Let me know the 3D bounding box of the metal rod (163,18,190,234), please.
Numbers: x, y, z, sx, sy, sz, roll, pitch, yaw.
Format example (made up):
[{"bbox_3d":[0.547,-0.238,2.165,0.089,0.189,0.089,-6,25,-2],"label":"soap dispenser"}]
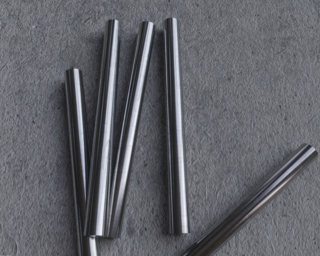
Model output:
[{"bbox_3d":[0.020,-0.017,0.414,0.025,0.025,0.299,-1,70,-1],"label":"metal rod"}]

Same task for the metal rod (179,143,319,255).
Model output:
[{"bbox_3d":[0.076,0.119,0.364,0.301,0.025,0.025,-38,75,-13],"label":"metal rod"}]

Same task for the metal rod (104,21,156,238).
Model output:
[{"bbox_3d":[-0.039,-0.012,0.412,0.025,0.025,0.299,7,70,2],"label":"metal rod"}]

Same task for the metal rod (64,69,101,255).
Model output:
[{"bbox_3d":[-0.096,0.062,0.384,0.025,0.025,0.299,-9,70,-3],"label":"metal rod"}]

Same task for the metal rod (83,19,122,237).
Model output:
[{"bbox_3d":[-0.070,-0.017,0.401,0.025,0.025,0.299,0,65,0],"label":"metal rod"}]
